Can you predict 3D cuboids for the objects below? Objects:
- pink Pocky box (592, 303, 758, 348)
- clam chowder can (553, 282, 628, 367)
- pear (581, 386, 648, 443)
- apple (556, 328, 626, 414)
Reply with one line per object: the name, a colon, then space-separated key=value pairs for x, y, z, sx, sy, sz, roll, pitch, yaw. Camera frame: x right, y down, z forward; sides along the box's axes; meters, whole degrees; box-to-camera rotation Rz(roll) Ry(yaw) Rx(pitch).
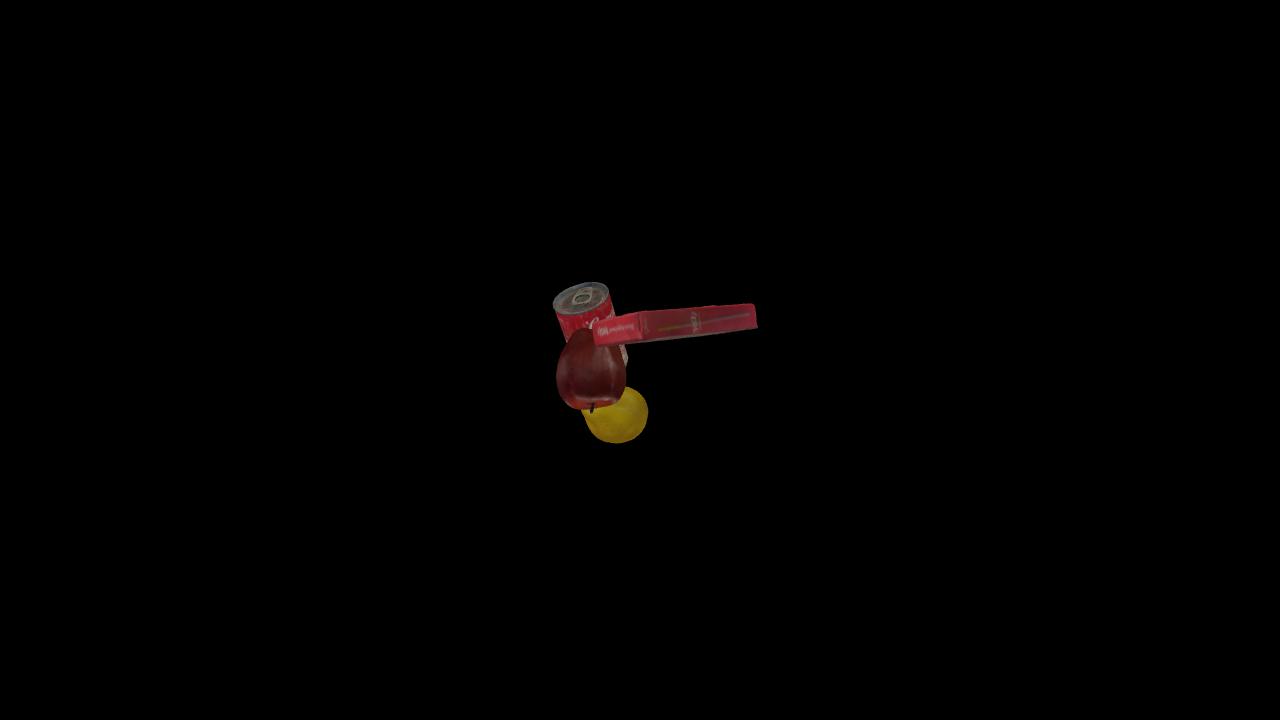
pink Pocky box: x=0.037 y=-0.036 z=0.632 sx=0.155 sy=0.029 sz=0.084 roll=-8 pitch=0 yaw=-35
clam chowder can: x=-0.057 y=-0.032 z=0.736 sx=0.068 sy=0.102 sz=0.068 roll=-10 pitch=35 yaw=7
pear: x=-0.045 y=0.062 z=0.754 sx=0.080 sy=0.080 sz=0.111 roll=0 pitch=-14 yaw=46
apple: x=-0.054 y=0.012 z=0.673 sx=0.079 sy=0.093 sz=0.079 roll=-3 pitch=-14 yaw=-1
